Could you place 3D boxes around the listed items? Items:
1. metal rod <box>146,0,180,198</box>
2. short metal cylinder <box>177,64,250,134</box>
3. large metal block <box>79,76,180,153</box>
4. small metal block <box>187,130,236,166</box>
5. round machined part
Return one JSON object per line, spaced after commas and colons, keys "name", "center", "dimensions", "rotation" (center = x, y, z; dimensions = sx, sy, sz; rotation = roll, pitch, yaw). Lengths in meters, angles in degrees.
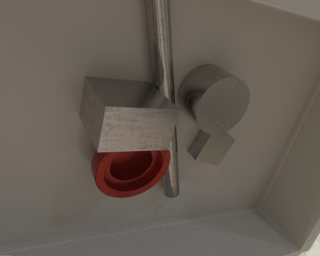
{"name": "metal rod", "center": [0.007, -0.024, 0.399], "dimensions": [0.025, 0.025, 0.298], "rotation": [-18, 126, -19]}
{"name": "short metal cylinder", "center": [0.070, -0.038, 0.409], "dimensions": [0.081, 0.050, 0.079], "rotation": [-14, 125, -21]}
{"name": "large metal block", "center": [-0.037, -0.017, 0.344], "dimensions": [0.081, 0.080, 0.050], "rotation": [0, 118, -29]}
{"name": "small metal block", "center": [0.078, 0.026, 0.470], "dimensions": [0.050, 0.025, 0.050], "rotation": [19, 108, -36]}
{"name": "round machined part", "center": [-0.040, 0.040, 0.398], "dimensions": [0.099, 0.042, 0.097], "rotation": [-15, 130, -19]}
